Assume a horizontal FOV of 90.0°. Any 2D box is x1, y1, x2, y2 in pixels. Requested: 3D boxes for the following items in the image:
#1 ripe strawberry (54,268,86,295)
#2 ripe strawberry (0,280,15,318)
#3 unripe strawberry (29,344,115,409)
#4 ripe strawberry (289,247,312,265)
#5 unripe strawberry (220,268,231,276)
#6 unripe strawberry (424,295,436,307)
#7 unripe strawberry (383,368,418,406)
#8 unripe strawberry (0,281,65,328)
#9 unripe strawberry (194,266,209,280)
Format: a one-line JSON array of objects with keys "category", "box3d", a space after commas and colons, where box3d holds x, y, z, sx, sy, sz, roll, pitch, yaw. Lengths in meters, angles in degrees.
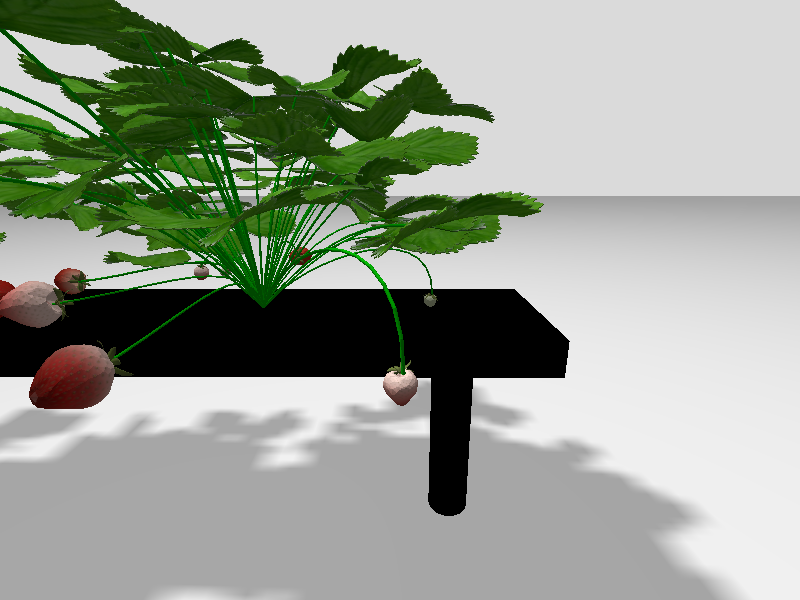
[{"category": "ripe strawberry", "box3d": [-0.340, -0.019, 0.411, 0.028, 0.027, 0.026, 3, 17, 13]}, {"category": "ripe strawberry", "box3d": [-0.341, -0.001, 0.342, 0.033, 0.033, 0.031, 2, 17, 5]}, {"category": "unripe strawberry", "box3d": [-0.164, 0.040, 0.199, 0.032, 0.034, 0.035, 4, 17, 12]}, {"category": "ripe strawberry", "box3d": [-0.135, -0.060, 0.545, 0.029, 0.025, 0.029, -1, 9, -3]}, {"category": "unripe strawberry", "box3d": [-0.212, -0.035, 0.486, 0.013, 0.011, 0.013, -11, 9, -33]}, {"category": "unripe strawberry", "box3d": [0.027, 0.001, 0.359, 0.012, 0.011, 0.010, 1, 16, 2]}, {"category": "unripe strawberry", "box3d": [0.000, 0.046, 0.209, 0.018, 0.019, 0.019, -12, 20, -36]}, {"category": "unripe strawberry", "box3d": [-0.293, 0.004, 0.316, 0.039, 0.038, 0.036, -5, 17, -15]}, {"category": "unripe strawberry", "box3d": [-0.234, -0.032, 0.471, 0.017, 0.017, 0.015, -16, 40, -42]}]
